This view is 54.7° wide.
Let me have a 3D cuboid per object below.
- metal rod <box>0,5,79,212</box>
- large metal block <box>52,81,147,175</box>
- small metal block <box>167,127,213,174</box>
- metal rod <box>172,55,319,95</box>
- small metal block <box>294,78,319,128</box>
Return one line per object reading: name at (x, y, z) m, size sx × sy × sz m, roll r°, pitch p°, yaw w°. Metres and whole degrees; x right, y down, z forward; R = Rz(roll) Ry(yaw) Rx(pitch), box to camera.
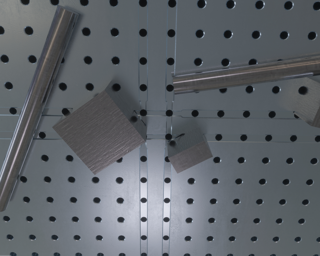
metal rod at (-0.172, -0.012, 0.407) m, size 0.025 × 0.025 × 0.298 m, roll 24°, pitch 108°, yaw -9°
large metal block at (-0.074, -0.001, 0.399) m, size 0.080 × 0.050 × 0.080 m, roll -34°, pitch 107°, yaw 11°
small metal block at (0.038, 0.028, 0.411) m, size 0.050 × 0.050 × 0.025 m, roll -27°, pitch 108°, yaw 9°
metal rod at (0.167, -0.074, 0.387) m, size 0.302 × 0.025 × 0.025 m, roll -8°, pitch 110°, yaw 2°
small metal block at (0.201, -0.031, 0.391) m, size 0.025 × 0.050 × 0.050 m, roll 13°, pitch 110°, yaw -5°
